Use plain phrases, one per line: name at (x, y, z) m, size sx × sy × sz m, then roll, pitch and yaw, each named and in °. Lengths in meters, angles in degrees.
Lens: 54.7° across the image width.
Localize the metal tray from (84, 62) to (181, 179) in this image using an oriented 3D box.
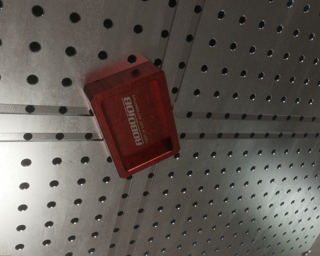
metal tray at (-0.029, -0.007, 0.388) m, size 0.091 × 0.030 × 0.129 m, roll -24°, pitch 128°, yaw -14°
